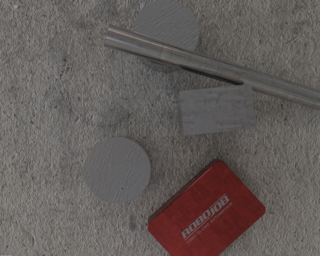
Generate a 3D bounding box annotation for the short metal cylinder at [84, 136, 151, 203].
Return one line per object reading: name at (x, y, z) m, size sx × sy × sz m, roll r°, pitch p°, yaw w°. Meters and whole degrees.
short metal cylinder at (-0.051, 0.051, 0.397) m, size 0.081 × 0.050 × 0.080 m, roll 0°, pitch 90°, yaw 0°

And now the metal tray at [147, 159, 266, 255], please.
metal tray at (0.059, 0.115, 0.408) m, size 0.130 × 0.030 × 0.090 m, roll -42°, pitch 90°, yaw 0°

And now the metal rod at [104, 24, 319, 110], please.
metal rod at (0.084, -0.067, 0.374) m, size 0.302 × 0.025 × 0.025 m, roll 13°, pitch 90°, yaw -15°

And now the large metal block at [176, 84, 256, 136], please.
large metal block at (0.064, -0.021, 0.383) m, size 0.080 × 0.080 × 0.050 m, roll -6°, pitch 90°, yaw 0°

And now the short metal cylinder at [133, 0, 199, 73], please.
short metal cylinder at (0.007, -0.115, 0.398) m, size 0.081 × 0.050 × 0.080 m, roll 0°, pitch 90°, yaw 0°
